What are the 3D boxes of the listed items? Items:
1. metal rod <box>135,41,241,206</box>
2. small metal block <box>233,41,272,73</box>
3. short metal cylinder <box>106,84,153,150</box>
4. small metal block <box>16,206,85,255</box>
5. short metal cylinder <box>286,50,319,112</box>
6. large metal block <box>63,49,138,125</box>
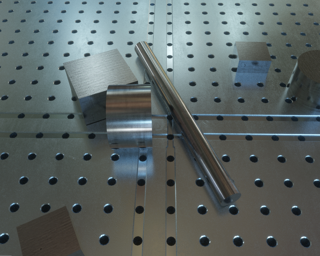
[{"bbox_3d":[0.024,-0.028,0.430,0.025,0.025,0.300,-17,52,-14],"label":"metal rod"},{"bbox_3d":[0.149,-0.116,0.506,0.050,0.025,0.050,2,50,1],"label":"small metal block"},{"bbox_3d":[-0.036,-0.014,0.383,0.050,0.080,0.080,-2,50,-1],"label":"short metal cylinder"},{"bbox_3d":[-0.109,0.115,0.310,0.050,0.025,0.050,-21,53,-17],"label":"small metal block"},{"bbox_3d":[0.233,-0.069,0.451,0.080,0.050,0.080,0,50,0],"label":"short metal cylinder"},{"bbox_3d":[-0.082,-0.061,0.441,0.081,0.050,0.080,-20,52,-16],"label":"large metal block"}]
